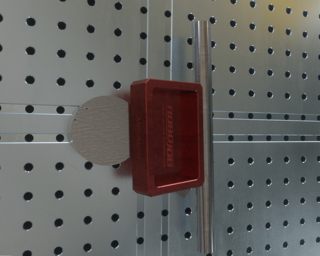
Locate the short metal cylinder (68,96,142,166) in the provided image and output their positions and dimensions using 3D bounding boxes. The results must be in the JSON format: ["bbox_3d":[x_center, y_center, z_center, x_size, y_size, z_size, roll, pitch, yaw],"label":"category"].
[{"bbox_3d":[-0.068,0.003,0.374,0.081,0.050,0.079,0,90,-21],"label":"short metal cylinder"}]

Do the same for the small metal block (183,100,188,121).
[{"bbox_3d":[0.033,-0.029,0.426,0.050,0.025,0.050,-16,96,-20],"label":"small metal block"}]

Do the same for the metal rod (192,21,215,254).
[{"bbox_3d":[0.057,0.012,0.408,0.025,0.025,0.298,-1,91,-20],"label":"metal rod"}]

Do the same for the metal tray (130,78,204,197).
[{"bbox_3d":[0.011,0.010,0.373,0.091,0.030,0.129,-2,91,-40],"label":"metal tray"}]

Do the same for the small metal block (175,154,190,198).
[{"bbox_3d":[0.024,0.059,0.422,0.050,0.025,0.050,41,77,-16],"label":"small metal block"}]
